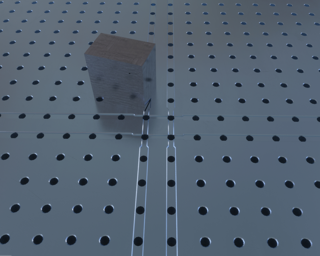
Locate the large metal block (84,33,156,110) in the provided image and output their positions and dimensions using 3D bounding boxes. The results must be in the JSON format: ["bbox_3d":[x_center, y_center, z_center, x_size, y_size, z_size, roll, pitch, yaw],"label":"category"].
[{"bbox_3d":[-0.052,-0.079,0.438,0.080,0.080,0.050,14,52,12],"label":"large metal block"}]
